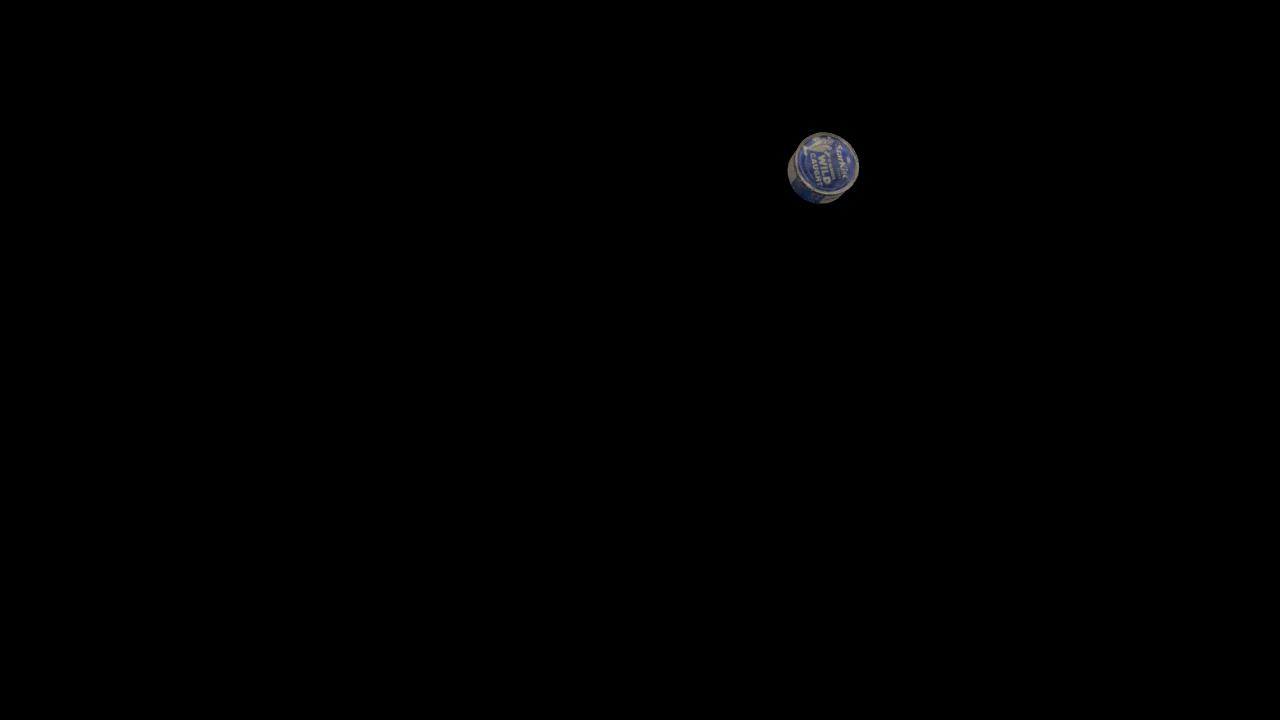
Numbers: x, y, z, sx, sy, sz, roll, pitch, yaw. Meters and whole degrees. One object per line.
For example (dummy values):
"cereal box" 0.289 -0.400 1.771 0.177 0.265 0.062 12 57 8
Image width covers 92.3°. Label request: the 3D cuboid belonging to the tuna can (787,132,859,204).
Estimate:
"tuna can" 0.232 -0.243 0.783 0.084 0.084 0.034 0 -10 -6
